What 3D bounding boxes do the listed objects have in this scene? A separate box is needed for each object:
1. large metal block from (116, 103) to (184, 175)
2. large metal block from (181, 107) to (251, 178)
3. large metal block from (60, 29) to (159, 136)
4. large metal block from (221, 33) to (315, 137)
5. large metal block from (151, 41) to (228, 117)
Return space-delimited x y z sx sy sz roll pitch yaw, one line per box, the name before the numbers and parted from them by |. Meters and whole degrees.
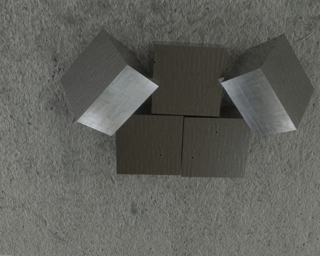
large metal block | -0.014 0.013 0.402 0.081 0.050 0.079 1 110 -1
large metal block | 0.068 0.017 0.403 0.081 0.050 0.079 1 110 -1
large metal block | -0.061 -0.052 0.354 0.080 0.080 0.050 -45 139 14
large metal block | 0.128 -0.048 0.359 0.050 0.080 0.080 -17 116 49
large metal block | 0.032 -0.061 0.376 0.081 0.050 0.079 3 110 -2
